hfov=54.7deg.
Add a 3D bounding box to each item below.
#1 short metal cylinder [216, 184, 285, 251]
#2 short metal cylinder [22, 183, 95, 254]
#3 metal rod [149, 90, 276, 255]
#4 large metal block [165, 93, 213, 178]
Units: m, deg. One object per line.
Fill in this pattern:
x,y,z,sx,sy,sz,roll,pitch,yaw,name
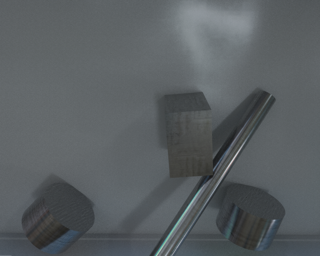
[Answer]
0.124,0.121,0.429,0.081,0.080,0.050,13,110,-5,short metal cylinder
-0.138,0.123,0.425,0.080,0.080,0.050,42,105,-14,short metal cylinder
0.053,0.081,0.383,0.025,0.025,0.300,36,83,-13,metal rod
0.034,0.006,0.384,0.050,0.080,0.079,-4,110,2,large metal block
